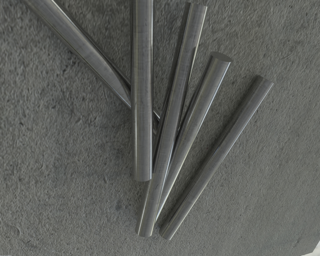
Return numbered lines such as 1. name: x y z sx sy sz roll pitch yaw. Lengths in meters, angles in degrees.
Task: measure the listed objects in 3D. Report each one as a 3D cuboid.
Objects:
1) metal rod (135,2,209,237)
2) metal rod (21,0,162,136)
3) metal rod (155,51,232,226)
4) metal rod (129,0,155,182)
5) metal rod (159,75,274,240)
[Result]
1. metal rod: 0.009 0.005 0.381 0.025 0.025 0.298 2 112 -29
2. metal rod: -0.052 -0.056 0.343 0.025 0.025 0.300 -42 129 1
3. metal rod: 0.021 0.041 0.412 0.025 0.025 0.298 0 128 -29
4. metal rod: -0.019 -0.078 0.324 0.025 0.025 0.298 -9 115 -24
5. metal rod: 0.081 0.055 0.484 0.025 0.025 0.298 19 108 -36
